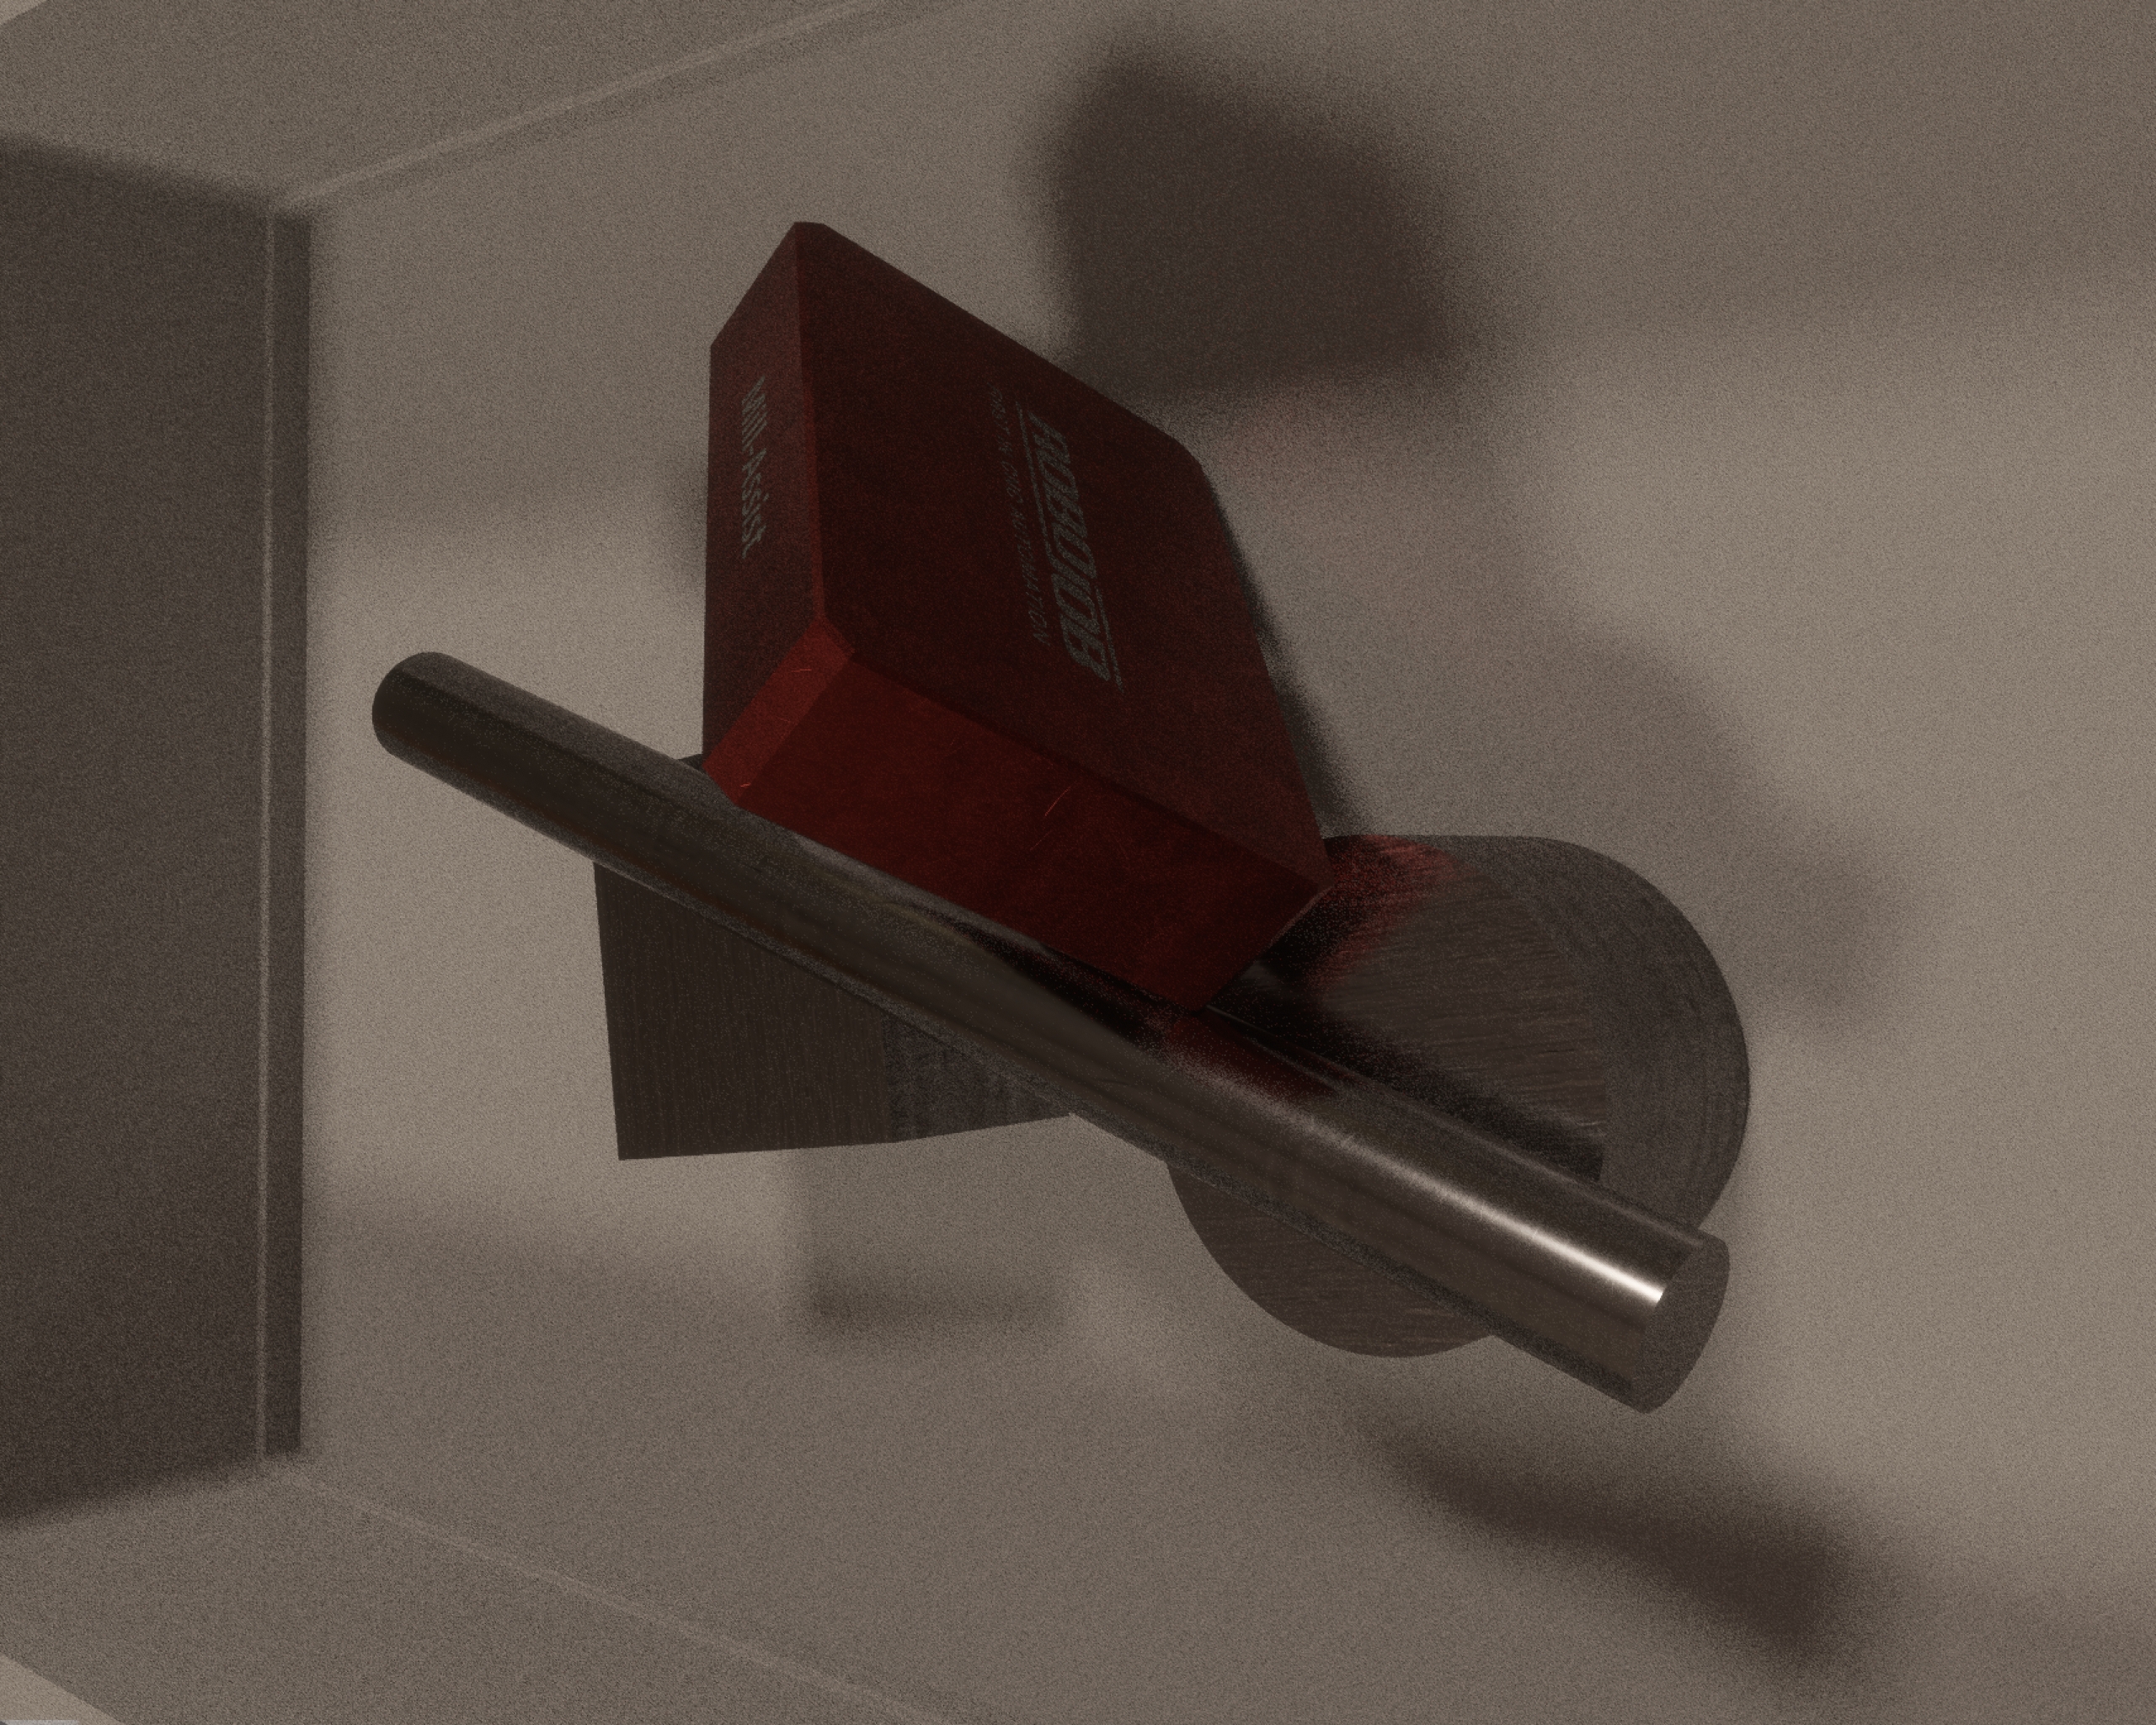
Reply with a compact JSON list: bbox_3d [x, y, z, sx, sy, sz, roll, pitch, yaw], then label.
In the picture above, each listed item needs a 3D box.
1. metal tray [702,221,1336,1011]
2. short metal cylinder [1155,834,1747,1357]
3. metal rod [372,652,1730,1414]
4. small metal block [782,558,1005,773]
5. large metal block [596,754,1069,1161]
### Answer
[{"bbox_3d":[-0.013,-0.044,0.340,0.030,0.090,0.130,-48,32,28],"label":"metal tray"},{"bbox_3d":[0.060,0.035,0.338,0.080,0.050,0.079,0,90,39],"label":"short metal cylinder"},{"bbox_3d":[-0.031,0.013,0.363,0.300,0.025,0.025,23,105,37],"label":"metal rod"},{"bbox_3d":[-0.029,-0.044,0.383,0.050,0.025,0.050,-3,52,13],"label":"small metal block"},{"bbox_3d":[-0.053,0.017,0.430,0.080,0.050,0.080,-10,84,39],"label":"large metal block"}]
